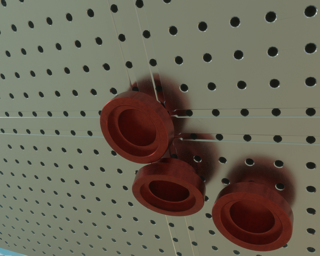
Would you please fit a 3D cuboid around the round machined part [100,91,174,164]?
[{"bbox_3d":[-0.026,-0.005,0.410,0.098,0.042,0.097,13,124,20],"label":"round machined part"}]

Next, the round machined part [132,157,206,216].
[{"bbox_3d":[0.014,0.078,0.428,0.098,0.042,0.097,9,137,9],"label":"round machined part"}]

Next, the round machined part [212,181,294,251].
[{"bbox_3d":[0.121,0.109,0.403,0.098,0.042,0.097,13,124,20],"label":"round machined part"}]
